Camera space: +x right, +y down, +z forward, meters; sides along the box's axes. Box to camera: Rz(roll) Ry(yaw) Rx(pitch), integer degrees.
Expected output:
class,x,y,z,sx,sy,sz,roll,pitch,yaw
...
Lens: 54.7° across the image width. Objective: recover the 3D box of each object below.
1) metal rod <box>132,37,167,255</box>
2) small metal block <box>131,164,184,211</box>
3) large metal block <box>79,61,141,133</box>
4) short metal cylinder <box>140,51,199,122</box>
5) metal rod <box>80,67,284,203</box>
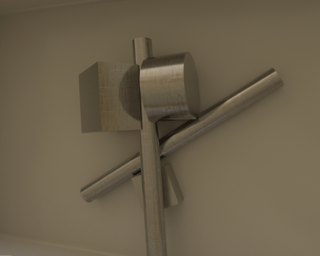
class,x,y,z,sx,sy,sz,roll,pitch,yaw
metal rod,-0.012,0.038,0.385,0.025,0.025,0.298,-5,87,19
small metal block,-0.003,0.081,0.409,0.050,0.025,0.050,-22,83,18
large metal block,-0.067,-0.035,0.397,0.080,0.050,0.079,-5,88,60
short metal cylinder,0.014,-0.048,0.373,0.050,0.080,0.080,-5,89,18
metal rod,0.016,0.018,0.402,0.300,0.025,0.025,-33,80,16
